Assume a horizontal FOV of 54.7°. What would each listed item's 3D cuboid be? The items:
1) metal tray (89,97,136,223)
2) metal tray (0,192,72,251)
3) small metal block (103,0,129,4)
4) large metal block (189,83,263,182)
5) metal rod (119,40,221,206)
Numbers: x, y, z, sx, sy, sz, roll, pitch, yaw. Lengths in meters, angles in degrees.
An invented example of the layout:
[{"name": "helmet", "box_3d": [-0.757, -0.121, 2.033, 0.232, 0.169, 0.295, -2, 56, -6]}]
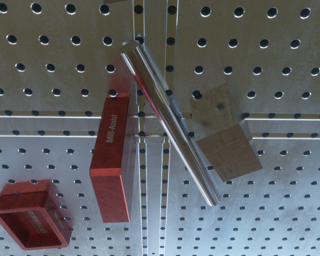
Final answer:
[{"name": "metal tray", "box_3d": [-0.051, 0.034, 0.371, 0.030, 0.130, 0.089, -2, 130, 1]}, {"name": "metal tray", "box_3d": [-0.222, 0.168, 0.548, 0.090, 0.030, 0.129, -7, 130, 5]}, {"name": "small metal block", "box_3d": [-0.032, -0.147, 0.286, 0.050, 0.025, 0.050, -7, 130, 6]}, {"name": "large metal block", "box_3d": [0.080, 0.005, 0.381, 0.050, 0.080, 0.080, -24, 126, 18]}, {"name": "metal rod", "box_3d": [0.028, 0.015, 0.425, 0.025, 0.025, 0.299, -19, 128, 15]}]
